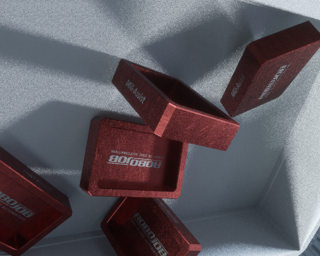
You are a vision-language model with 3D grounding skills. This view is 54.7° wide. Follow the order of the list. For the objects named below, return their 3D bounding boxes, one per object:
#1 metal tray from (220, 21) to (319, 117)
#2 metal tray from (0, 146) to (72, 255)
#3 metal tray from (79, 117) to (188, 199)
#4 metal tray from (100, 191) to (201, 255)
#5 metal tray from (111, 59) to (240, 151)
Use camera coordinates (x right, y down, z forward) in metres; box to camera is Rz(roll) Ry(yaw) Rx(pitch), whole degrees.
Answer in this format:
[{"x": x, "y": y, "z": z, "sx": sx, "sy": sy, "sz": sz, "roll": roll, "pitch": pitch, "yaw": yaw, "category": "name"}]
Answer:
[{"x": 0.137, "y": -0.069, "z": 0.399, "sx": 0.091, "sy": 0.030, "sz": 0.129, "roll": -23, "pitch": 159, "yaw": -15, "category": "metal tray"}, {"x": -0.180, "y": 0.090, "z": 0.362, "sx": 0.090, "sy": 0.030, "sz": 0.130, "roll": -38, "pitch": 130, "yaw": -3, "category": "metal tray"}, {"x": -0.028, "y": 0.040, "z": 0.393, "sx": 0.131, "sy": 0.030, "sz": 0.089, "roll": 11, "pitch": 87, "yaw": -33, "category": "metal tray"}, {"x": -0.018, "y": 0.145, "z": 0.418, "sx": 0.090, "sy": 0.130, "sz": 0.030, "roll": -53, "pitch": 140, "yaw": 7, "category": "metal tray"}, {"x": 0.012, "y": -0.028, "z": 0.331, "sx": 0.091, "sy": 0.130, "sz": 0.030, "roll": 14, "pitch": 111, "yaw": -34, "category": "metal tray"}]
